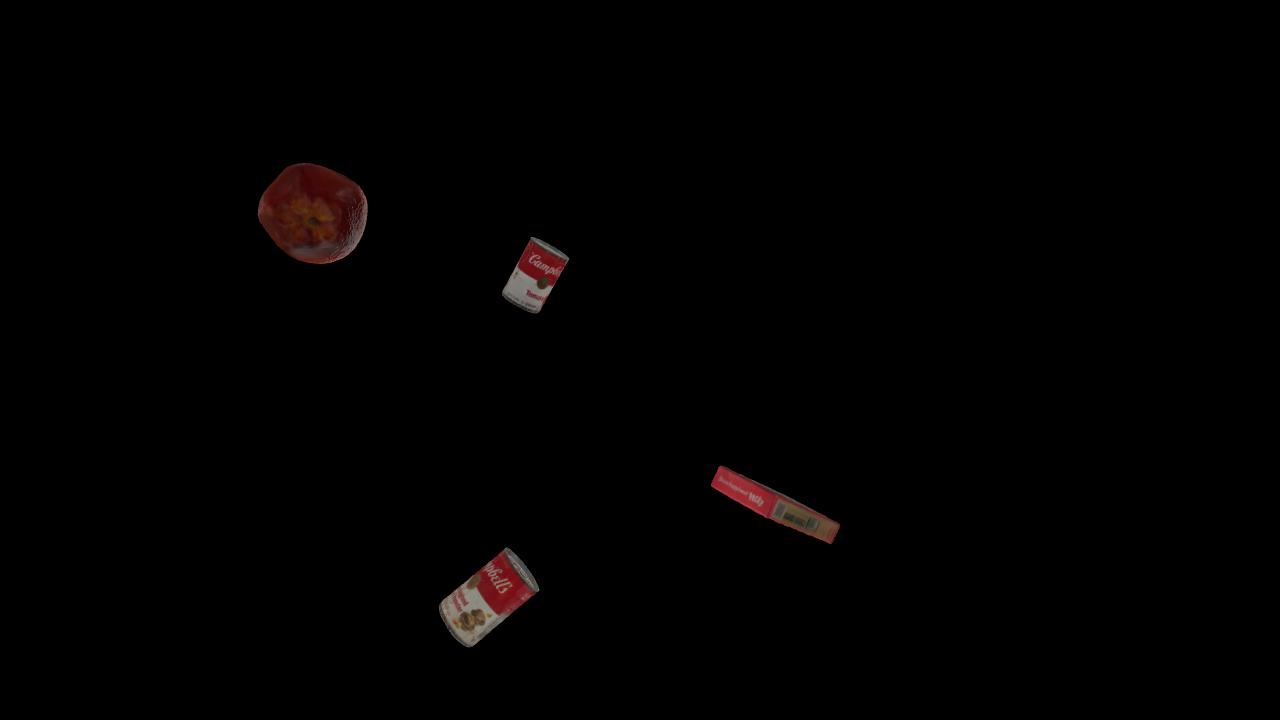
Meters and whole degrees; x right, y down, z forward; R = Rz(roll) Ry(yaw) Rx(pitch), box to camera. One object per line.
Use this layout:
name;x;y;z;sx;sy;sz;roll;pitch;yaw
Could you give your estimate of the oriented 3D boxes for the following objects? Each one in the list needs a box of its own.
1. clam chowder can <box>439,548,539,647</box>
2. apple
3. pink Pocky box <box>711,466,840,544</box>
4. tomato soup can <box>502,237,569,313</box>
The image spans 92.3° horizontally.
clam chowder can;-0.184;0.290;0.753;0.102;0.068;0.068;-39;8;-10
apple;-0.256;-0.115;0.487;0.079;0.079;0.093;0;13;-23
pink Pocky box;0.157;0.167;0.706;0.155;0.029;0.084;31;-6;-42
tomato soup can;-0.165;-0.132;0.963;0.068;0.101;0.068;30;12;-7
